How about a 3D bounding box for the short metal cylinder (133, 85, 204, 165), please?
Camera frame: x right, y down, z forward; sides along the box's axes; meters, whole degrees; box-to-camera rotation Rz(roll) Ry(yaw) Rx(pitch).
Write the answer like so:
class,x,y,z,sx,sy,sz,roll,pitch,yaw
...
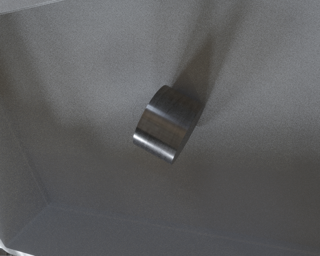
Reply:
class,x,y,z,sx,sy,sz,roll,pitch,yaw
short metal cylinder,0.011,-0.004,0.364,0.050,0.080,0.079,29,128,10
